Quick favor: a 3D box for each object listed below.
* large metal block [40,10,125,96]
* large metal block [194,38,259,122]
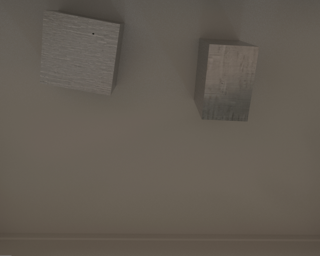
[{"bbox_3d":[-0.090,-0.089,0.364,0.081,0.050,0.079,10,110,-4],"label":"large metal block"},{"bbox_3d":[0.072,-0.059,0.361,0.050,0.080,0.079,3,110,-1],"label":"large metal block"}]
